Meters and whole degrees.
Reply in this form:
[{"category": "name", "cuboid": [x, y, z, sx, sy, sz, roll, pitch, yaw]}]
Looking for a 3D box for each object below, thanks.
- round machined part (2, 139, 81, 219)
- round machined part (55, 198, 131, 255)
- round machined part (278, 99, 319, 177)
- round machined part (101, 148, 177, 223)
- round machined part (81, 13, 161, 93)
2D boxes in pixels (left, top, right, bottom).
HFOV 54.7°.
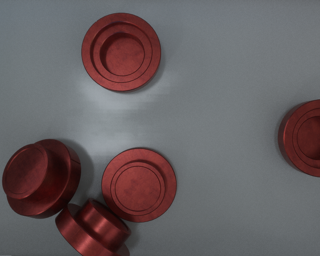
[{"category": "round machined part", "cuboid": [-0.150, 0.058, 0.378, 0.098, 0.042, 0.098, -10, 61, 20]}, {"category": "round machined part", "cuboid": [-0.073, 0.122, 0.375, 0.098, 0.098, 0.042, 40, 82, 0]}, {"category": "round machined part", "cuboid": [0.202, 0.013, 0.404, 0.099, 0.042, 0.097, 0, 90, 0]}, {"category": "round machined part", "cuboid": [-0.027, 0.075, 0.403, 0.099, 0.042, 0.097, 0, 90, 0]}, {"category": "round machined part", "cuboid": [-0.048, -0.094, 0.402, 0.099, 0.042, 0.097, 0, 90, 0]}]
